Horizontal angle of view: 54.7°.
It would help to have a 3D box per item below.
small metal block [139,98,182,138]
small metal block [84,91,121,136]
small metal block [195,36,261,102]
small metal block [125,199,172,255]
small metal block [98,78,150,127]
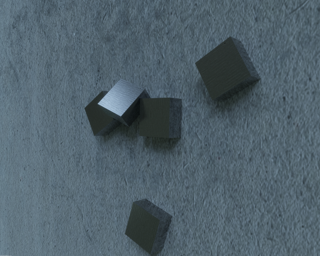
[{"bbox_3d":[0.000,-0.013,0.405,0.050,0.025,0.050,2,92,40],"label":"small metal block"},{"bbox_3d":[-0.085,-0.022,0.475,0.050,0.025,0.050,-36,68,34],"label":"small metal block"},{"bbox_3d":[0.074,-0.064,0.344,0.050,0.025,0.050,-34,69,35],"label":"small metal block"},{"bbox_3d":[-0.016,0.132,0.419,0.050,0.025,0.050,24,105,37],"label":"small metal block"},{"bbox_3d":[-0.049,-0.036,0.429,0.050,0.025,0.050,27,71,36],"label":"small metal block"}]
